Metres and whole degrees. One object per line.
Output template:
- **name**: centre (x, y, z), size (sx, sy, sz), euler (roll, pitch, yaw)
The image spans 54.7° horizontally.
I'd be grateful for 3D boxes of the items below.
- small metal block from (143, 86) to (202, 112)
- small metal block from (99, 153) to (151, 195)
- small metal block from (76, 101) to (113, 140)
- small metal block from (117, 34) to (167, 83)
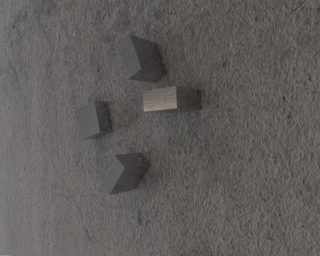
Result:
- **small metal block**: centre (0.015, -0.033, 0.376), size (0.050, 0.050, 0.025), euler (-3, 88, 40)
- **small metal block**: centre (-0.048, 0.062, 0.428), size (0.025, 0.050, 0.050), euler (46, 117, 30)
- **small metal block**: centre (-0.105, -0.011, 0.492), size (0.050, 0.025, 0.050), euler (-20, 77, 38)
- **small metal block**: centre (-0.023, -0.089, 0.408), size (0.025, 0.050, 0.050), euler (-30, 71, 36)
